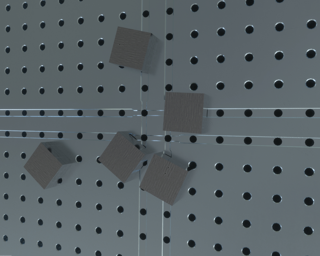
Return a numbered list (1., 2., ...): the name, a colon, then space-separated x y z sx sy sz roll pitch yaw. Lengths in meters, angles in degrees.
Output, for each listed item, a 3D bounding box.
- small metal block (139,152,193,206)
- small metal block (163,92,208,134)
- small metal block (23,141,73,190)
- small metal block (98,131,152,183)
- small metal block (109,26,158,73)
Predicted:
1. small metal block: 0.008 0.066 0.409 0.050 0.025 0.050 26 98 17
2. small metal block: 0.033 -0.020 0.400 0.050 0.025 0.050 5 92 19
3. small metal block: -0.170 0.056 0.471 0.050 0.025 0.050 42 103 15
4. small metal block: -0.048 0.039 0.429 0.050 0.025 0.050 39 102 15
5. small metal block: -0.036 -0.107 0.424 0.050 0.025 0.050 17 96 18
